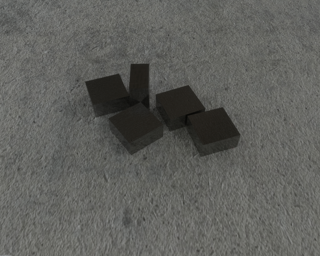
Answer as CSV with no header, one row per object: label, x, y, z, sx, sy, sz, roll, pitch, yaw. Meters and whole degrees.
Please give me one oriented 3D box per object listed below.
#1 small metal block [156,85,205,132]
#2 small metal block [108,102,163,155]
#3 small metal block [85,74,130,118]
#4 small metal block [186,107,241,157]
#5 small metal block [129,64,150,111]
small metal block,0.027,-0.028,0.427,0.050,0.025,0.050,-18,52,-15
small metal block,-0.031,0.000,0.403,0.050,0.025,0.050,-30,56,-23
small metal block,-0.075,-0.047,0.442,0.050,0.025,0.050,-16,52,-13
small metal block,0.067,0.004,0.400,0.050,0.025,0.050,-14,52,-12
small metal block,-0.027,-0.054,0.432,0.025,0.050,0.050,-1,50,-1
